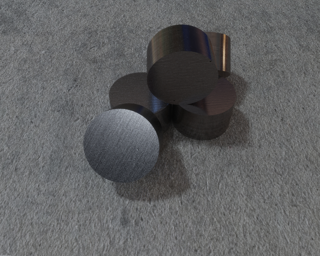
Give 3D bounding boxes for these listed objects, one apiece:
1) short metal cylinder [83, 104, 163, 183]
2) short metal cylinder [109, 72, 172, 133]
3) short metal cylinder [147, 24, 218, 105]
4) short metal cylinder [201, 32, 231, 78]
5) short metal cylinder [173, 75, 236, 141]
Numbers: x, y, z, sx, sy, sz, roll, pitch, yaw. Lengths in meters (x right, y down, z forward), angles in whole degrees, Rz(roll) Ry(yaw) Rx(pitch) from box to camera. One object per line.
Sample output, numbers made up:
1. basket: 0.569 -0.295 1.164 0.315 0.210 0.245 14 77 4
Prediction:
1. short metal cylinder: -0.038 0.015 0.347 0.080 0.079 0.050 6 11 4
2. short metal cylinder: -0.024 -0.029 0.412 0.081 0.050 0.080 0 50 0
3. short metal cylinder: 0.025 -0.073 0.366 0.081 0.080 0.050 -1 50 -1
4. short metal cylinder: 0.060 -0.100 0.445 0.081 0.080 0.050 0 88 0
5. short metal cylinder: 0.057 -0.030 0.413 0.081 0.050 0.080 0 50 0
